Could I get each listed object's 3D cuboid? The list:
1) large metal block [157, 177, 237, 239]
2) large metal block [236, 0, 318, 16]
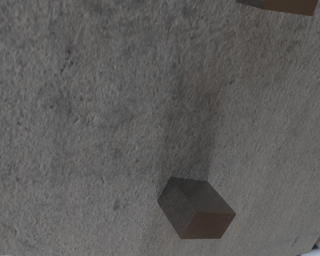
[{"bbox_3d":[0.055,0.123,0.480,0.081,0.080,0.050,14,111,-34],"label":"large metal block"},{"bbox_3d":[0.146,-0.180,0.361,0.081,0.050,0.079,-4,121,-27],"label":"large metal block"}]
